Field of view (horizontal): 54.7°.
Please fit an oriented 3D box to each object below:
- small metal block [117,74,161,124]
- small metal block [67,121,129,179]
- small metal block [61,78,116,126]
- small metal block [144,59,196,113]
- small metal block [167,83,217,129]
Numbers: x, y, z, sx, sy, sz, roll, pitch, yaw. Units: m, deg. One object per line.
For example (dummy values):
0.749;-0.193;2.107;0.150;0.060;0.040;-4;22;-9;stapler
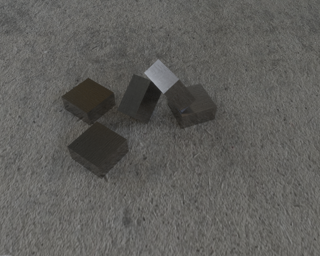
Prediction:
-0.025;-0.036;0.404;0.025;0.050;0.050;23;88;18;small metal block
-0.075;0.026;0.381;0.050;0.025;0.050;29;56;22;small metal block
-0.099;-0.038;0.434;0.050;0.025;0.050;31;56;23;small metal block
0.013;-0.054;0.397;0.025;0.050;0.050;-43;51;6;small metal block
0.043;-0.031;0.429;0.050;0.025;0.050;-16;52;-14;small metal block
